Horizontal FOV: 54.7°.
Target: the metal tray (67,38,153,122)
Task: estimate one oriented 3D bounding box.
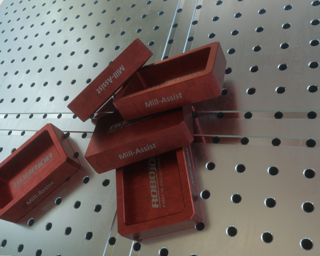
[{"bbox_3d":[-0.071,-0.066,0.447,0.130,0.030,0.090,-45,9,-4],"label":"metal tray"}]

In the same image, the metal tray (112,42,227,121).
[{"bbox_3d":[0.014,-0.059,0.391,0.130,0.030,0.090,-14,32,25],"label":"metal tray"}]

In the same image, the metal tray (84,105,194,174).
[{"bbox_3d":[-0.025,0.001,0.395,0.130,0.030,0.090,-20,32,16],"label":"metal tray"}]

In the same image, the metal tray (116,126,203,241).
[{"bbox_3d":[-0.006,0.058,0.371,0.090,0.030,0.130,-19,54,16],"label":"metal tray"}]

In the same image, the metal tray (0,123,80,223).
[{"bbox_3d":[-0.192,0.065,0.463,0.130,0.030,0.090,-40,51,0],"label":"metal tray"}]
